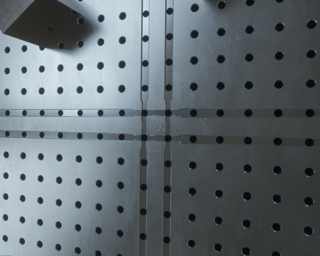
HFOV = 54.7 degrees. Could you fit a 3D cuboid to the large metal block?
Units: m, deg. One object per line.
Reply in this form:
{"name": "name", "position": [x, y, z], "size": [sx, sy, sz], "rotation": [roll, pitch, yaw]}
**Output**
{"name": "large metal block", "position": [-0.179, -0.170, 0.445], "size": [0.080, 0.080, 0.050], "rotation": [-37, 78, 16]}
